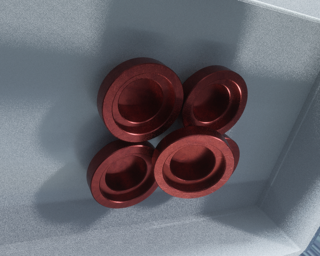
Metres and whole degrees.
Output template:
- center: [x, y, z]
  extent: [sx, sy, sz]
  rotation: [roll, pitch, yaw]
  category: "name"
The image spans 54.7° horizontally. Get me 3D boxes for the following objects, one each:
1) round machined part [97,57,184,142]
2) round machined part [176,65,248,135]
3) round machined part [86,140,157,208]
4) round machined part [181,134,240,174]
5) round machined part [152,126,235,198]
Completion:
- center: [-0.025, -0.035, 0.361]
  extent: [0.099, 0.042, 0.097]
  rotation: [-14, 125, -21]
  category: "round machined part"
- center: [0.063, -0.036, 0.409]
  extent: [0.099, 0.042, 0.097]
  rotation: [-14, 125, -21]
  category: "round machined part"
- center: [-0.047, 0.054, 0.404]
  extent: [0.099, 0.042, 0.097]
  rotation: [-14, 125, -21]
  category: "round machined part"
- center: [0.066, 0.046, 0.462]
  extent: [0.099, 0.042, 0.097]
  rotation: [-14, 125, -21]
  category: "round machined part"
- center: [0.039, 0.038, 0.387]
  extent: [0.099, 0.042, 0.097]
  rotation: [-3, 122, -5]
  category: "round machined part"
